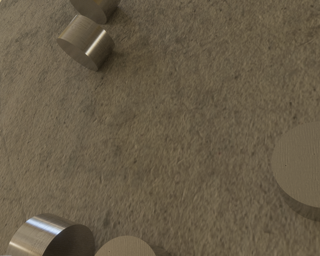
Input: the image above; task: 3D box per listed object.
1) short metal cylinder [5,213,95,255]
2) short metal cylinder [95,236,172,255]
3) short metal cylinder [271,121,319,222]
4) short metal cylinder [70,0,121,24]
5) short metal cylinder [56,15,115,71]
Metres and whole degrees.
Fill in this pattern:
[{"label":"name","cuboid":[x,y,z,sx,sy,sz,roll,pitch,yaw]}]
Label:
[{"label":"short metal cylinder","cuboid":[-0.119,0.141,0.343,0.050,0.080,0.080,7,65,31]},{"label":"short metal cylinder","cuboid":[-0.026,0.153,0.306,0.080,0.050,0.080,-13,56,20]},{"label":"short metal cylinder","cuboid":[0.148,0.041,0.285,0.080,0.050,0.080,-13,56,20]},{"label":"short metal cylinder","cuboid":[-0.121,-0.241,0.578,0.080,0.080,0.050,20,72,35]},{"label":"short metal cylinder","cuboid":[-0.123,-0.140,0.517,0.080,0.080,0.050,24,75,36]}]
